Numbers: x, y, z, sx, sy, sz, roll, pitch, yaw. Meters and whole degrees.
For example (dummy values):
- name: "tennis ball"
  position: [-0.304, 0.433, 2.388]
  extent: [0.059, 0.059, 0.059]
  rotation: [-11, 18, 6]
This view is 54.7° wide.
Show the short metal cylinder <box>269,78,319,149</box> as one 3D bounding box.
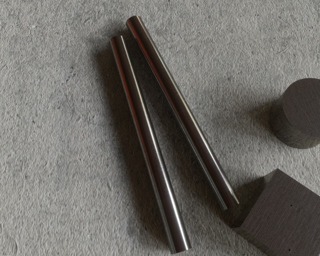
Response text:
- name: "short metal cylinder"
  position: [0.191, -0.018, 0.403]
  extent: [0.081, 0.050, 0.080]
  rotation: [0, 70, 0]

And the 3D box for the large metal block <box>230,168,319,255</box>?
- name: "large metal block"
  position: [0.142, 0.106, 0.357]
  extent: [0.080, 0.050, 0.080]
  rotation: [35, 74, 12]

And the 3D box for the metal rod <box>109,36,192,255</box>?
- name: "metal rod"
  position: [-0.019, 0.007, 0.405]
  extent: [0.025, 0.025, 0.299]
  rotation: [-16, 71, -6]

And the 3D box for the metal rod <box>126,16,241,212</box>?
- name: "metal rod"
  position: [0.023, -0.032, 0.419]
  extent: [0.025, 0.025, 0.299]
  rotation: [-24, 72, -8]
